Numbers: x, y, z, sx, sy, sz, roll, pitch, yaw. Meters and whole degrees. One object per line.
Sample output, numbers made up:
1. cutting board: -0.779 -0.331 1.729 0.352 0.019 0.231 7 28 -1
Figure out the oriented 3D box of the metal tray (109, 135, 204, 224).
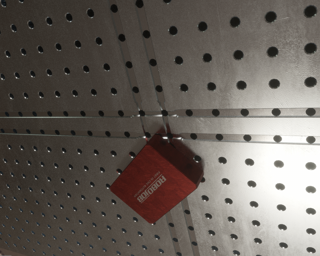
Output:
1. metal tray: -0.009 0.080 0.461 0.090 0.030 0.129 40 129 0
